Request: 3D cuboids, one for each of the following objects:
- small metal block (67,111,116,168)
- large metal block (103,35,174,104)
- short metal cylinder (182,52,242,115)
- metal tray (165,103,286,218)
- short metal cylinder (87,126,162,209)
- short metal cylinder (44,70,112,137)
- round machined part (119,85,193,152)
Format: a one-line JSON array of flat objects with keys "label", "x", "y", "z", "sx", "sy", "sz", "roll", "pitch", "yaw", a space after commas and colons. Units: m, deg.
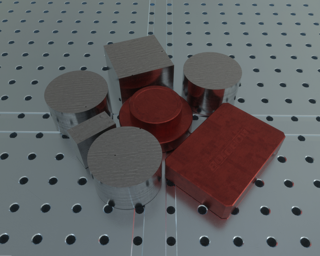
[{"label": "small metal block", "x": -0.079, "y": 0.015, "z": 0.377, "sx": 0.050, "sy": 0.050, "sz": 0.025, "roll": -30, "pitch": 56, "yaw": -23}, {"label": "large metal block", "x": -0.032, "y": -0.090, "z": 0.466, "sx": 0.081, "sy": 0.050, "sz": 0.080, "roll": -17, "pitch": 52, "yaw": -14}, {"label": "short metal cylinder", "x": 0.072, "y": -0.064, "z": 0.445, "sx": 0.080, "sy": 0.050, "sz": 0.080, "roll": 0, "pitch": 50, "yaw": 0}, {"label": "metal tray", "x": 0.079, "y": 0.032, "z": 0.376, "sx": 0.090, "sy": 0.030, "sz": 0.131, "roll": 33, "pitch": 57, "yaw": 25}, {"label": "short metal cylinder", "x": -0.038, "y": 0.044, "z": 0.353, "sx": 0.080, "sy": 0.050, "sz": 0.080, "roll": 0, "pitch": 50, "yaw": 0}, {"label": "short metal cylinder", "x": -0.107, "y": -0.032, "z": 0.417, "sx": 0.080, "sy": 0.050, "sz": 0.080, "roll": 0, "pitch": 50, "yaw": 0}, {"label": "round machined part", "x": -0.006, "y": -0.019, "z": 0.411, "sx": 0.099, "sy": 0.042, "sz": 0.098, "roll": 0, "pitch": 50, "yaw": 0}]
